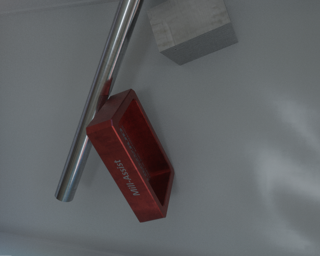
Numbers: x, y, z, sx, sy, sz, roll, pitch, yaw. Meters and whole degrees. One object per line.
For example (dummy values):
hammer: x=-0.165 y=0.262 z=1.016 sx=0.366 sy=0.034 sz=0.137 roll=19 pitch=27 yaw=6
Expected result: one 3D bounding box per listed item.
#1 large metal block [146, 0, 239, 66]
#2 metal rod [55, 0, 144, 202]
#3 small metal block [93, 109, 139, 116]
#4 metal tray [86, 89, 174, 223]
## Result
large metal block: x=0.042 y=-0.119 z=0.366 sx=0.080 sy=0.080 sz=0.050 roll=-19 pitch=84 yaw=19
metal rod: x=-0.073 y=-0.041 z=0.376 sx=0.025 sy=0.025 sz=0.298 roll=27 pitch=106 yaw=17
small metal block: x=-0.063 y=-0.022 z=0.418 sx=0.050 sy=0.050 sz=0.025 roll=-19 pitch=84 yaw=19
metal tray: x=-0.027 y=0.030 z=0.356 sx=0.030 sy=0.090 sz=0.129 roll=-18 pitch=114 yaw=19
